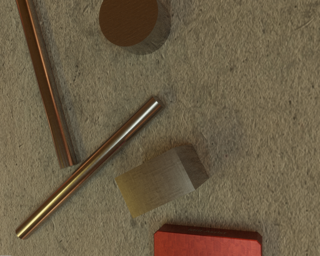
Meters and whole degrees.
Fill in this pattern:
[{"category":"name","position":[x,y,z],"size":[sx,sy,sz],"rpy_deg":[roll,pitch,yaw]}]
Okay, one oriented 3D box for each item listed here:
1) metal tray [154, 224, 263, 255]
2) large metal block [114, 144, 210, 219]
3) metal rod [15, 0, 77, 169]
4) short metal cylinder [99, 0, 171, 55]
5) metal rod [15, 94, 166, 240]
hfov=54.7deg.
[{"category":"metal tray","position":[0.059,0.173,0.385],"size":[0.130,0.030,0.089],"rpy_deg":[-1,90,19]},{"category":"large metal block","position":[0.006,0.061,0.377],"size":[0.080,0.080,0.050],"rpy_deg":[-29,81,17]},{"category":"metal rod","position":[-0.177,-0.085,0.469],"size":[0.025,0.025,0.299],"rpy_deg":[-19,84,19]},{"category":"short metal cylinder","position":[-0.032,-0.141,0.406],"size":[0.080,0.050,0.079],"rpy_deg":[0,90,19]},{"category":"metal rod","position":[-0.107,0.064,0.445],"size":[0.299,0.025,0.025],"rpy_deg":[-43,77,14]}]
